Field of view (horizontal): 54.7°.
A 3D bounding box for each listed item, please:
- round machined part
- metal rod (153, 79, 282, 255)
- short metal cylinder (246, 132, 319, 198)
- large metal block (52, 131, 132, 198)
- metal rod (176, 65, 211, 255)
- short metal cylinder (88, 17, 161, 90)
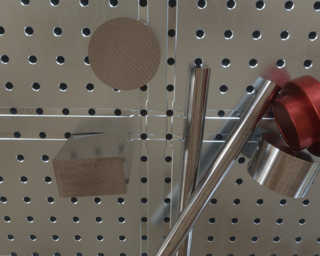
[{"bbox_3d":[0.170,-0.010,0.371,0.042,0.098,0.098,-21,109,5],"label":"round machined part"},{"bbox_3d":[0.070,0.071,0.419,0.025,0.025,0.299,28,100,-10],"label":"metal rod"},{"bbox_3d":[0.161,0.046,0.402,0.080,0.080,0.050,16,109,-6],"label":"short metal cylinder"},{"bbox_3d":[-0.082,0.044,0.400,0.080,0.080,0.050,-4,110,1],"label":"large metal block"},{"bbox_3d":[0.043,0.064,0.436,0.025,0.025,0.298,3,110,-1],"label":"metal rod"},{"bbox_3d":[-0.039,-0.089,0.367,0.081,0.050,0.079,0,110,0],"label":"short metal cylinder"}]
